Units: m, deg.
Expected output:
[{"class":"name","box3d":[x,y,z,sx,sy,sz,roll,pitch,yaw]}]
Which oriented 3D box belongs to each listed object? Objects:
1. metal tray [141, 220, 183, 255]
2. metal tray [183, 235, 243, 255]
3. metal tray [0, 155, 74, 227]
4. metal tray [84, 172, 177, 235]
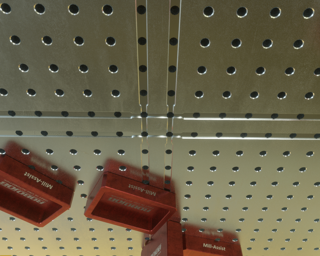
[{"class":"metal tray","box3d":[0.000,0.243,0.575,0.030,0.090,0.129,19,128,-15]},{"class":"metal tray","box3d":[0.091,0.265,0.634,0.131,0.030,0.089,15,129,-13]},{"class":"metal tray","box3d":[-0.218,0.105,0.495,0.090,0.030,0.130,-37,121,27]},{"class":"metal tray","box3d":[-0.049,0.129,0.516,0.131,0.030,0.089,22,127,-18]}]
